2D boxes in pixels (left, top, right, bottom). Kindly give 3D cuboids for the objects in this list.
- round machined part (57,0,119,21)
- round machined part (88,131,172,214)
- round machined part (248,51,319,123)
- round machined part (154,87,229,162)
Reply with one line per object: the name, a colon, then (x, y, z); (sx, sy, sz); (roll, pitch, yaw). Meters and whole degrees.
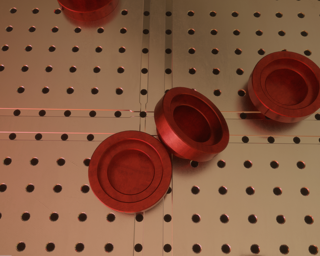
round machined part: (-0.115, -0.220, 0.482); (0.099, 0.042, 0.098); (0, 70, -1)
round machined part: (-0.035, 0.056, 0.382); (0.099, 0.042, 0.098); (0, 70, 0)
round machined part: (0.169, -0.052, 0.424); (0.099, 0.042, 0.098); (0, 70, -1)
round machined part: (0.035, -0.001, 0.387); (0.099, 0.042, 0.098); (20, 47, -23)
